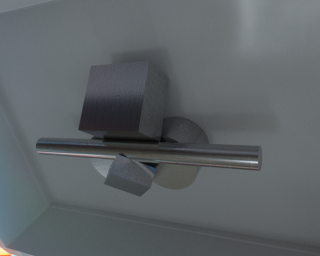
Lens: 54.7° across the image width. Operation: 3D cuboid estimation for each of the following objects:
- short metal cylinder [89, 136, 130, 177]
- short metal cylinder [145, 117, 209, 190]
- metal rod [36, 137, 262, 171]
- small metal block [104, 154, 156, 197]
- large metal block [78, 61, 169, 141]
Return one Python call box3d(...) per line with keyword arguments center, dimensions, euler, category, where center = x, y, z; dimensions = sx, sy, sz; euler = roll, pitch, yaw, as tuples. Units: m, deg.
box3d(center=(-0.054, 0.031, 0.437), dimensions=(0.080, 0.050, 0.079), euler=(13, 124, 20), category="short metal cylinder")
box3d(center=(0.018, 0.032, 0.400), dimensions=(0.080, 0.050, 0.079), euler=(13, 124, 20), category="short metal cylinder")
box3d(center=(-0.034, 0.028, 0.376), dimensions=(0.301, 0.025, 0.025), euler=(1, 119, 27), category="metal rod")
box3d(center=(-0.038, 0.060, 0.384), dimensions=(0.050, 0.025, 0.050), euler=(21, 151, -8), category="small metal block")
box3d(center=(-0.041, -0.029, 0.366), dimensions=(0.080, 0.050, 0.080), euler=(1, 76, 27), category="large metal block")
